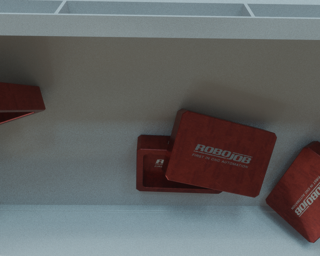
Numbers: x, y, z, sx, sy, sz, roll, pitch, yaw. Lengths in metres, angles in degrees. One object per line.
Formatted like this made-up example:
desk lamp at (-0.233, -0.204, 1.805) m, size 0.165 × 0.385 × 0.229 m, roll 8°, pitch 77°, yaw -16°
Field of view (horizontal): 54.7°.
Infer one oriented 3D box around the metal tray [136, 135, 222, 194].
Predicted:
metal tray at (0.032, 0.055, 0.452) m, size 0.131 × 0.030 × 0.089 m, roll 2°, pitch 130°, yaw -3°

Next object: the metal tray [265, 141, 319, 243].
metal tray at (0.223, 0.094, 0.449) m, size 0.030 × 0.090 × 0.129 m, roll -21°, pitch 142°, yaw -37°

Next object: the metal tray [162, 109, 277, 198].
metal tray at (0.077, 0.033, 0.406) m, size 0.131 × 0.030 × 0.089 m, roll 14°, pitch 97°, yaw -12°

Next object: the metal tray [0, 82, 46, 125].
metal tray at (-0.212, -0.017, 0.350) m, size 0.130 × 0.090 × 0.030 m, roll -16°, pitch 90°, yaw 13°
